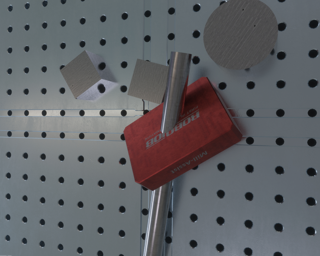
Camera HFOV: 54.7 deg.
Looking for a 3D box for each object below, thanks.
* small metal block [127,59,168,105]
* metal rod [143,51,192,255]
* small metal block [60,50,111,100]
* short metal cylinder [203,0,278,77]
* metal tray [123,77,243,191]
[{"bbox_3d":[-0.010,-0.061,0.416,0.050,0.025,0.050,18,96,19],"label":"small metal block"},{"bbox_3d":[0.005,0.057,0.389,0.025,0.025,0.298,12,102,19],"label":"metal rod"},{"bbox_3d":[-0.109,-0.076,0.451,0.050,0.025,0.050,-33,79,17],"label":"small metal block"},{"bbox_3d":[0.096,-0.104,0.365,0.080,0.050,0.080,0,90,20],"label":"short metal cylinder"},{"bbox_3d":[0.022,0.007,0.377,0.130,0.030,0.090,-32,48,15],"label":"metal tray"}]
